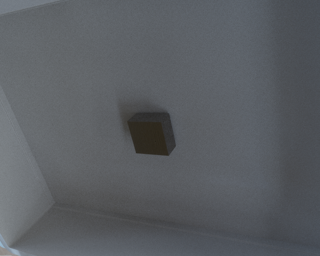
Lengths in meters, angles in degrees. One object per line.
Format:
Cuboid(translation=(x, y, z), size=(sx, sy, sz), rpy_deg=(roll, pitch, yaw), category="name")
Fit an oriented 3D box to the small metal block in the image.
Cuboid(translation=(-0.010, 0.008, 0.415), size=(0.050, 0.025, 0.050), rpy_deg=(2, 120, 28), category="small metal block")
